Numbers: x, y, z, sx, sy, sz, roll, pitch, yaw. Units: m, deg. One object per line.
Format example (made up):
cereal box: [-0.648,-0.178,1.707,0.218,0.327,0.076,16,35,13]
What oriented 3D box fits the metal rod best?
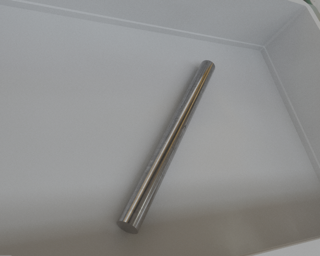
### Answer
metal rod: [0.022,0.001,0.418,0.025,0.025,0.301,34,51,-6]
